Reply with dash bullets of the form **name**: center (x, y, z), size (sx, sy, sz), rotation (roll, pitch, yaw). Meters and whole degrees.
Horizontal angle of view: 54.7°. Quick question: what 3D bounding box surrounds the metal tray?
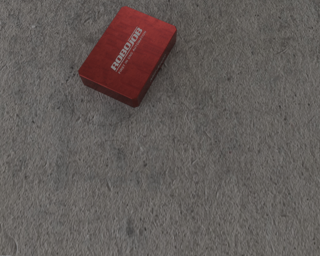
- **metal tray**: center (-0.043, -0.104, 0.443), size (0.090, 0.030, 0.130), rotation (25, 72, 9)
